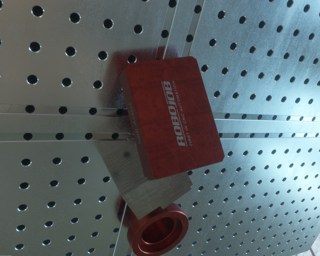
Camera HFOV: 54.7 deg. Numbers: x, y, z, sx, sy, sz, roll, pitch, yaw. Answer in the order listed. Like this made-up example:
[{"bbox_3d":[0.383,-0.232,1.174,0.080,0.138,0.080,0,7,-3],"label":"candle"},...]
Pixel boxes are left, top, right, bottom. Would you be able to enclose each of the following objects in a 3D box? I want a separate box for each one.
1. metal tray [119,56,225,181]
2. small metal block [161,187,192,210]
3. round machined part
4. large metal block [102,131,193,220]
[{"bbox_3d":[0.014,-0.013,0.357,0.091,0.030,0.129,-12,82,-23],"label":"metal tray"},{"bbox_3d":[0.009,0.081,0.452,0.050,0.050,0.025,-34,129,-6],"label":"small metal block"},{"bbox_3d":[-0.007,0.157,0.495,0.099,0.042,0.097,-14,125,-21],"label":"round machined part"},{"bbox_3d":[-0.018,0.056,0.402,0.080,0.080,0.050,-32,129,-8],"label":"large metal block"}]
